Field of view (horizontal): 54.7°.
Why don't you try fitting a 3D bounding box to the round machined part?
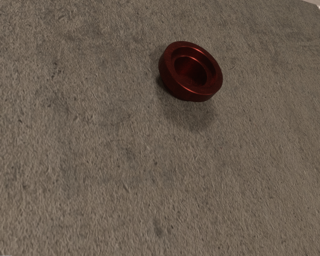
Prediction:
[{"bbox_3d":[0.042,-0.079,0.466,0.099,0.042,0.098,14,56,-21],"label":"round machined part"}]
